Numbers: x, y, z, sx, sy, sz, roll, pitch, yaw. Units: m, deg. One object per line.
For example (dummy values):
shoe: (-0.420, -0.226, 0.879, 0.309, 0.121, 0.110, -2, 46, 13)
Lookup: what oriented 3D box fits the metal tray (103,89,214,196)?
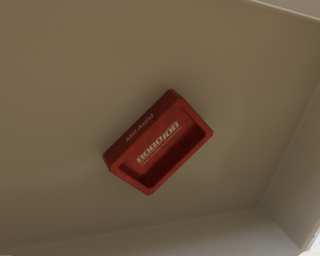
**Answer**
metal tray: (0.000, 0.023, 0.420, 0.130, 0.030, 0.090, -45, 130, 2)
